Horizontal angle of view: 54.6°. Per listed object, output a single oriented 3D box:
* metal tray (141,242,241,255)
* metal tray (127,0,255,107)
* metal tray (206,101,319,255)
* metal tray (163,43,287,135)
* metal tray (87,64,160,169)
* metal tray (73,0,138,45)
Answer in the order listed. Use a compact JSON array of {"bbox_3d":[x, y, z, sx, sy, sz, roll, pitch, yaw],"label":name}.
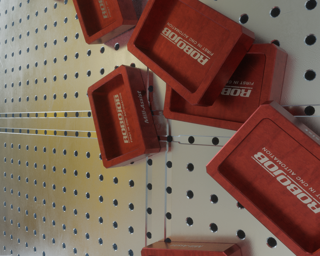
[{"bbox_3d":[0.039,0.188,0.374,0.130,0.030,0.090,-16,80,39],"label":"metal tray"},{"bbox_3d":[0.027,-0.095,0.344,0.130,0.030,0.090,45,116,31],"label":"metal tray"},{"bbox_3d":[0.119,0.049,0.284,0.130,0.030,0.090,43,117,13],"label":"metal tray"},{"bbox_3d":[0.067,-0.047,0.351,0.130,0.030,0.089,12,97,39],"label":"metal tray"},{"bbox_3d":[-0.056,-0.015,0.453,0.090,0.030,0.130,-24,75,37],"label":"metal tray"},{"bbox_3d":[-0.091,-0.201,0.461,0.090,0.030,0.129,-13,96,41],"label":"metal tray"}]
